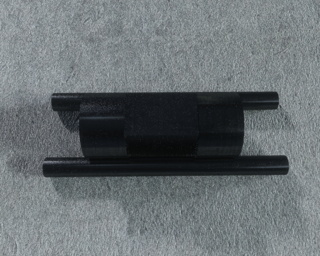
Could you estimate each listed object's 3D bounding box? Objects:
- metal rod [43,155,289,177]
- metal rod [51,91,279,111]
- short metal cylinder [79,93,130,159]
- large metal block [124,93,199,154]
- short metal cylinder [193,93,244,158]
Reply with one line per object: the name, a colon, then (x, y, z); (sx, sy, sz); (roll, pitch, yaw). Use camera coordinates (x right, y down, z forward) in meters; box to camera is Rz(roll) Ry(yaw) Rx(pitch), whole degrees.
metal rod: (0.008, 0.048, 0.392); (0.302, 0.025, 0.025); (0, 70, -1)
metal rod: (0.007, -0.036, 0.423); (0.302, 0.025, 0.025); (0, 70, -1)
short metal cylinder: (-0.064, -0.003, 0.380); (0.050, 0.080, 0.080); (-1, 70, 0)
large metal block: (0.002, -0.002, 0.378); (0.081, 0.080, 0.050); (0, 70, 0)
short metal cylinder: (0.068, -0.003, 0.381); (0.050, 0.080, 0.080); (-1, 70, 0)
